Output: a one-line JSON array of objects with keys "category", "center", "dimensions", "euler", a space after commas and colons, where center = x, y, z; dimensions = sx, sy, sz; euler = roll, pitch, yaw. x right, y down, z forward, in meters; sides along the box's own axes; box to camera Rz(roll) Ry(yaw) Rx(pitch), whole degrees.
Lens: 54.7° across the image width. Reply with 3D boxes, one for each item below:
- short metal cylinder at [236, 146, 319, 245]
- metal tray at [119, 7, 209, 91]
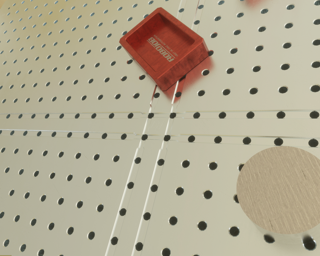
[{"category": "short metal cylinder", "center": [0.118, 0.064, 0.291], "dimensions": [0.080, 0.050, 0.080], "euler": [-13, 56, 21]}, {"category": "metal tray", "center": [0.002, -0.126, 0.481], "dimensions": [0.090, 0.030, 0.130], "euler": [-39, 51, 1]}]
